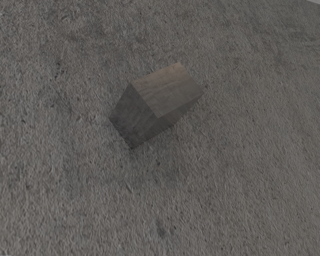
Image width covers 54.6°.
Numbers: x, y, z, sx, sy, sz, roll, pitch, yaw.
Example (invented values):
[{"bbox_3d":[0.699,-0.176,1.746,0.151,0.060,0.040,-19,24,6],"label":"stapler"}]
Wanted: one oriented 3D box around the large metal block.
[{"bbox_3d":[-0.006,-0.027,0.381,0.081,0.080,0.050,-30,78,-37],"label":"large metal block"}]
